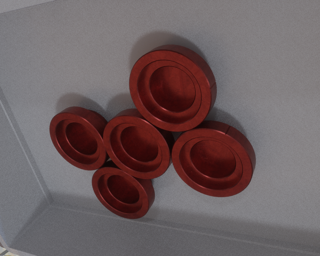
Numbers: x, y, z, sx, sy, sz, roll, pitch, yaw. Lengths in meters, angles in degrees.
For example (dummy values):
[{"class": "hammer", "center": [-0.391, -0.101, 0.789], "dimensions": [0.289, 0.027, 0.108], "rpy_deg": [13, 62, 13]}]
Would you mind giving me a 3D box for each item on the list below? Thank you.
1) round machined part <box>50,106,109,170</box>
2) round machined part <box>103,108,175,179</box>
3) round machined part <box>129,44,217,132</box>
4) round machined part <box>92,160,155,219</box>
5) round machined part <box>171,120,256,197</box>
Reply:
[{"class": "round machined part", "center": [-0.111, 0.011, 0.460], "dimensions": [0.098, 0.042, 0.097], "rpy_deg": [13, 124, 21]}, {"class": "round machined part", "center": [-0.023, 0.017, 0.416], "dimensions": [0.098, 0.042, 0.097], "rpy_deg": [13, 124, 21]}, {"class": "round machined part", "center": [0.018, -0.048, 0.356], "dimensions": [0.098, 0.042, 0.097], "rpy_deg": [13, 124, 21]}, {"class": "round machined part", "center": [-0.052, 0.088, 0.476], "dimensions": [0.098, 0.042, 0.097], "rpy_deg": [13, 124, 21]}, {"class": "round machined part", "center": [0.067, 0.033, 0.379], "dimensions": [0.098, 0.042, 0.097], "rpy_deg": [13, 124, 21]}]
